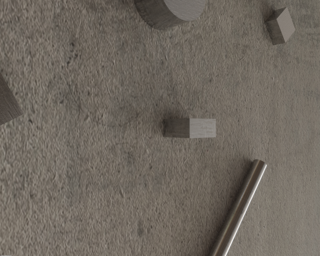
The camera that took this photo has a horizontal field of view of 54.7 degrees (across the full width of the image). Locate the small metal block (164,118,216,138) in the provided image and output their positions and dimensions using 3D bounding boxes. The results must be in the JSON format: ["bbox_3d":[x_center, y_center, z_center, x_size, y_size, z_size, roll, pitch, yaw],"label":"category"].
[{"bbox_3d":[0.040,0.000,0.422,0.050,0.050,0.025,0,91,-40],"label":"small metal block"}]

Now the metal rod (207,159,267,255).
[{"bbox_3d":[0.102,0.176,0.490,0.025,0.025,0.301,49,61,-29],"label":"metal rod"}]

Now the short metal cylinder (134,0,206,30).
[{"bbox_3d":[0.013,-0.172,0.399,0.081,0.050,0.080,0,90,-40],"label":"short metal cylinder"}]

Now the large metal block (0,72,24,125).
[{"bbox_3d":[-0.172,-0.028,0.244,0.081,0.050,0.080,-36,112,-34],"label":"large metal block"}]

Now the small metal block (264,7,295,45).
[{"bbox_3d":[0.232,-0.197,0.598,0.050,0.025,0.050,-48,119,-29],"label":"small metal block"}]
